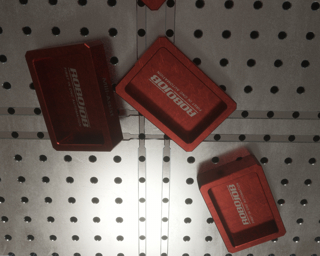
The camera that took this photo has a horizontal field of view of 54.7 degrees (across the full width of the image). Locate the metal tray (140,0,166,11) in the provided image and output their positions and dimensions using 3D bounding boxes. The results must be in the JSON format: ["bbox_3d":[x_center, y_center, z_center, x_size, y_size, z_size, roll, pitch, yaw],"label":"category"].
[{"bbox_3d":[0.004,-0.206,0.334,0.090,0.030,0.130,40,105,-14],"label":"metal tray"}]

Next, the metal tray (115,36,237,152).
[{"bbox_3d":[0.020,-0.042,0.395,0.130,0.030,0.090,40,105,-14],"label":"metal tray"}]

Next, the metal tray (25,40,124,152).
[{"bbox_3d":[-0.103,-0.036,0.380,0.090,0.030,0.129,-1,112,22],"label":"metal tray"}]

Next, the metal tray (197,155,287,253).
[{"bbox_3d":[0.120,0.114,0.454,0.090,0.030,0.129,-23,109,7],"label":"metal tray"}]
